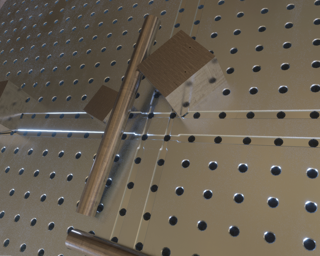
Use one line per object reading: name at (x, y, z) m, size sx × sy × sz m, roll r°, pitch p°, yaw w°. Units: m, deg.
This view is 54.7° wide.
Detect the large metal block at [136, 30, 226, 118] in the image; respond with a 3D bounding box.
large metal block at (0.028, -0.075, 0.424) m, size 0.080 × 0.050 × 0.080 m, roll -40°, pitch 51°, yaw 1°

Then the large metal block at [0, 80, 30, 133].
large metal block at (-0.304, -0.037, 0.575) m, size 0.080 × 0.050 × 0.080 m, roll -4°, pitch 60°, yaw 26°

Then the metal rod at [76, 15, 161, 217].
metal rod at (-0.052, -0.028, 0.433) m, size 0.025 × 0.025 × 0.299 m, roll 7°, pitch 71°, yaw 31°

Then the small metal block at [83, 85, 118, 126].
small metal block at (-0.080, -0.032, 0.471) m, size 0.050 × 0.025 × 0.050 m, roll 28°, pitch 77°, yaw 37°

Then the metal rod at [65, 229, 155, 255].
metal rod at (0.023, 0.150, 0.304) m, size 0.300 × 0.025 × 0.025 m, roll 6°, pitch 65°, yaw 30°
